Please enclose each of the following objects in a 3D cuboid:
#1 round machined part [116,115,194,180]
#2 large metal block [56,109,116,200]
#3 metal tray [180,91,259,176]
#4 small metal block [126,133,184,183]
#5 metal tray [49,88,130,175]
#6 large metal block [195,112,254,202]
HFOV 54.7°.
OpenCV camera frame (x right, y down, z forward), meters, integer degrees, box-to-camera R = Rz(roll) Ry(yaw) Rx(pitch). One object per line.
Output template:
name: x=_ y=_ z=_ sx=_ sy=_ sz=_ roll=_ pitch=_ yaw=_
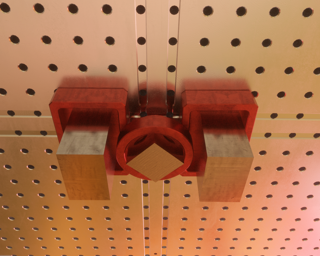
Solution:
round machined part: x=-0.007 y=0.022 z=0.407 sx=0.099 sy=0.042 sz=0.097 roll=0 pitch=130 yaw=0
large metal block: x=-0.086 y=0.033 z=0.385 sx=0.050 sy=0.080 sz=0.079 roll=1 pitch=130 yaw=-1
metal tray: x=0.072 y=0.012 z=0.418 sx=0.091 sy=0.030 sz=0.129 roll=0 pitch=130 yaw=0
small metal block: x=-0.006 y=0.036 z=0.389 sx=0.050 sy=0.025 sz=0.050 roll=37 pitch=121 yaw=-27
metal tray: x=-0.086 y=0.010 z=0.414 sx=0.091 sy=0.030 sz=0.129 roll=0 pitch=130 yaw=-1
large metal block: x=0.075 y=0.036 z=0.389 sx=0.050 sy=0.080 sz=0.079 roll=1 pitch=130 yaw=-1
